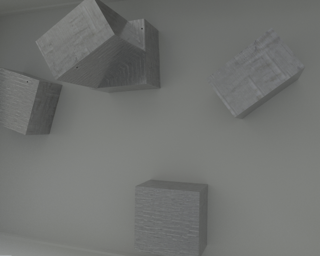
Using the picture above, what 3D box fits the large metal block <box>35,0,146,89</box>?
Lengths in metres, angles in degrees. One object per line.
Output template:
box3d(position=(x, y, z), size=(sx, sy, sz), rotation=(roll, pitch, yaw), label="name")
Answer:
box3d(position=(-0.075, -0.092, 0.354), size=(0.080, 0.080, 0.050), rotation=(-32, 80, 17), label="large metal block")

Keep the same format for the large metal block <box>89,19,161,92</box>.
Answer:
box3d(position=(-0.047, -0.092, 0.413), size=(0.080, 0.050, 0.079), rotation=(-2, 89, 19), label="large metal block")

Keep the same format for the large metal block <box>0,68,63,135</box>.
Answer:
box3d(position=(-0.206, -0.040, 0.468), size=(0.080, 0.050, 0.080), rotation=(19, 96, 18), label="large metal block")

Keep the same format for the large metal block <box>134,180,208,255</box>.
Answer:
box3d(position=(0.015, 0.112, 0.391), size=(0.080, 0.050, 0.079), rotation=(1, 90, 19), label="large metal block")

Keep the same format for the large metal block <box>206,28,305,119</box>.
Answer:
box3d(position=(0.106, -0.054, 0.344), size=(0.080, 0.080, 0.050), rotation=(-38, 78, 16), label="large metal block")
